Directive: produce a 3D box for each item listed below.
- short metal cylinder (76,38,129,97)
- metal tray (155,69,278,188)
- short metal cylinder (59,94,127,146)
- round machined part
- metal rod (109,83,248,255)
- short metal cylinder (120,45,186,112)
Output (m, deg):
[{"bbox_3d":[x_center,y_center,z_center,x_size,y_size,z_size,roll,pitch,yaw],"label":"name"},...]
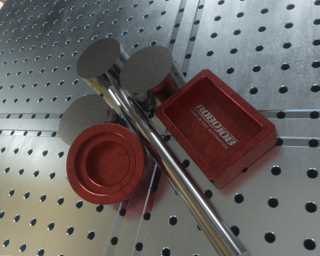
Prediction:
[{"bbox_3d":[-0.085,-0.097,0.497,0.080,0.050,0.080,-13,56,21],"label":"short metal cylinder"},{"bbox_3d":[0.063,-0.005,0.374,0.090,0.030,0.130,-40,51,2],"label":"metal tray"},{"bbox_3d":[-0.096,-0.001,0.443,0.080,0.050,0.080,-13,56,21],"label":"short metal cylinder"},{"bbox_3d":[-0.063,0.046,0.389,0.098,0.042,0.098,-2,78,9],"label":"round machined part"},{"bbox_3d":[0.003,0.033,0.387,0.025,0.025,0.300,-39,51,2],"label":"metal rod"},{"bbox_3d":[-0.009,-0.069,0.439,0.080,0.050,0.080,-13,56,21],"label":"short metal cylinder"}]
